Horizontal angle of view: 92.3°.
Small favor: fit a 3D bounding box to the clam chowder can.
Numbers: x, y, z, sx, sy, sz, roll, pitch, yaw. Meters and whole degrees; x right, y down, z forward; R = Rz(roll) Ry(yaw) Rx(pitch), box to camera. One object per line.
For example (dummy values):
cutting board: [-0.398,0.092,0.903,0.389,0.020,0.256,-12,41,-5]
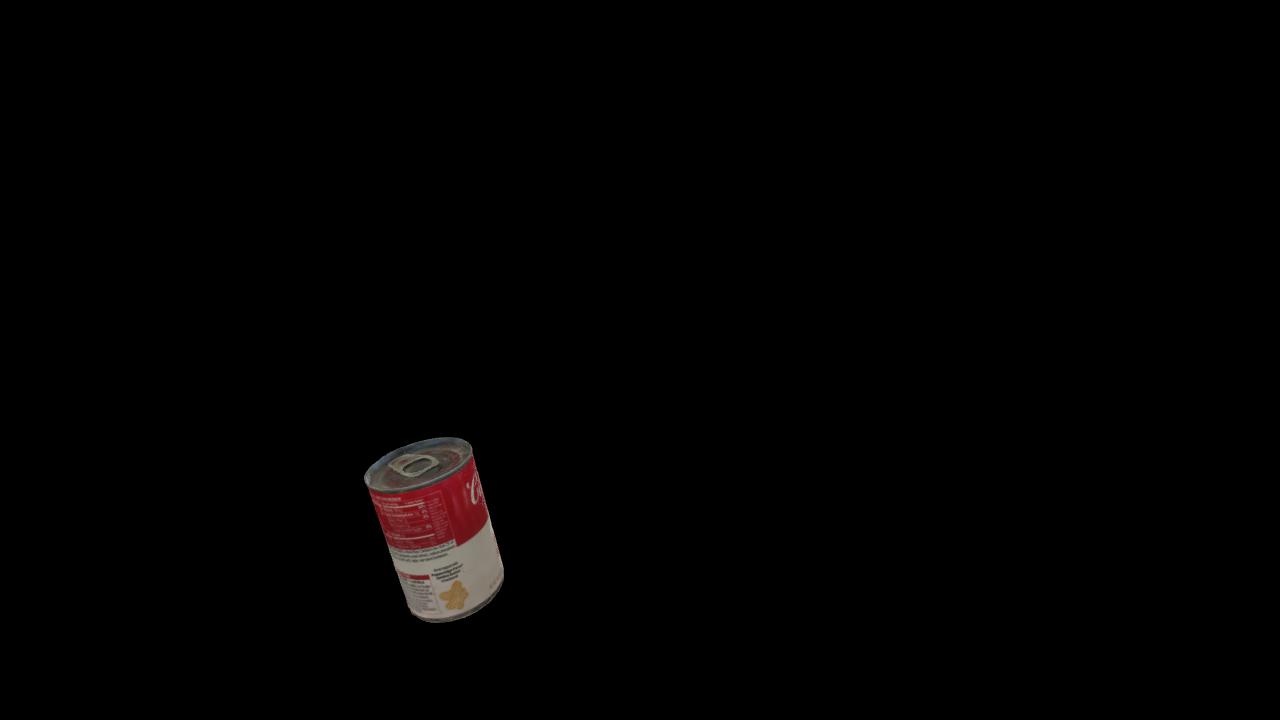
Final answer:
clam chowder can: [-0.134,0.112,0.409,0.068,0.102,0.068,-8,18,3]
